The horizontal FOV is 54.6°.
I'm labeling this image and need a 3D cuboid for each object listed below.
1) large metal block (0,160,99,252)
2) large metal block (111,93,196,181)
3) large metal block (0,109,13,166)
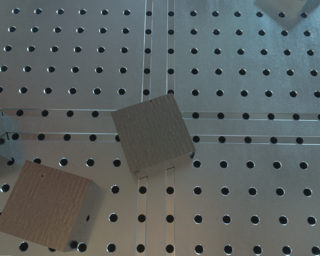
[{"bbox_3d":[-0.128,0.092,0.364,0.080,0.050,0.080,16,71,5],"label":"large metal block"},{"bbox_3d":[-0.009,0.012,0.394,0.080,0.050,0.080,-19,71,-7],"label":"large metal block"},{"bbox_3d":[-0.246,0.014,0.392,0.080,0.050,0.080,-20,71,-7],"label":"large metal block"}]
